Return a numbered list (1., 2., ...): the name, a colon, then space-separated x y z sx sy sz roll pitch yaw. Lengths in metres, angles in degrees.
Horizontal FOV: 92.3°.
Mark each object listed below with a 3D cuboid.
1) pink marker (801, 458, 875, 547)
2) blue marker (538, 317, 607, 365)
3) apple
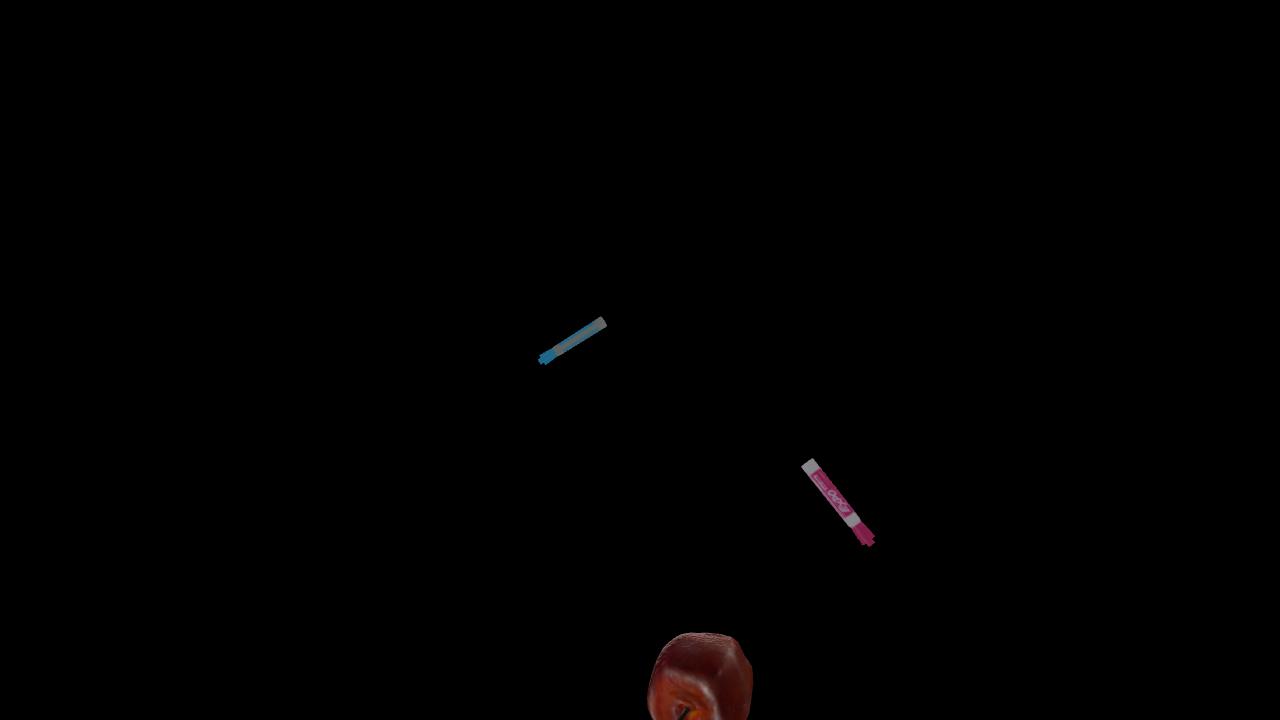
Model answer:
1. pink marker: 0.244 0.175 0.755 0.020 0.121 0.020 -32 -20 -13
2. blue marker: -0.107 -0.029 0.967 0.121 0.020 0.020 -33 5 -9
3. apple: 0.047 0.249 0.470 0.079 0.079 0.093 0 4 28
